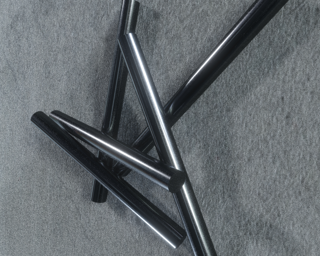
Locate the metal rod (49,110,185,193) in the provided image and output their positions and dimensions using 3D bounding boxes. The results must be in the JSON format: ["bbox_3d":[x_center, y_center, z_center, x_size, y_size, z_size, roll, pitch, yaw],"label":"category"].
[{"bbox_3d":[-0.082,0.019,0.432,0.300,0.025,0.025,21,103,45],"label":"metal rod"}]

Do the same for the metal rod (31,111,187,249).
[{"bbox_3d":[-0.086,0.061,0.443,0.300,0.025,0.025,35,112,24],"label":"metal rod"}]

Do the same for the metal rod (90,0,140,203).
[{"bbox_3d":[-0.068,-0.034,0.458,0.025,0.025,0.298,18,101,38],"label":"metal rod"}]

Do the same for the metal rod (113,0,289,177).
[{"bbox_3d":[0.031,-0.037,0.377,0.299,0.025,0.025,-48,62,29],"label":"metal rod"}]

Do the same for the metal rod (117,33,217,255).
[{"bbox_3d":[0.010,0.029,0.369,0.025,0.025,0.299,-24,83,37],"label":"metal rod"}]
